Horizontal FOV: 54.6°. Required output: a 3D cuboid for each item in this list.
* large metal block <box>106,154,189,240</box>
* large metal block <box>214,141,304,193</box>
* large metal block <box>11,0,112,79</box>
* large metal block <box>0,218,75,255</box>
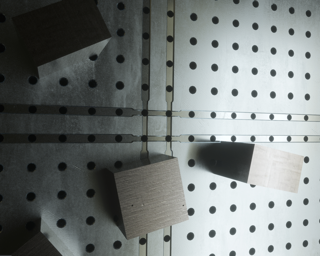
[{"bbox_3d":[-0.017,0.083,0.393,0.081,0.050,0.080,-12,94,-20],"label":"large metal block"},{"bbox_3d":[0.135,0.053,0.433,0.081,0.080,0.050,14,86,-20],"label":"large metal block"},{"bbox_3d":[-0.108,-0.099,0.343,0.080,0.080,0.050,-28,100,-18],"label":"large metal block"},{"bbox_3d":[-0.142,0.164,0.347,0.080,0.050,0.080,-39,103,-16],"label":"large metal block"}]
